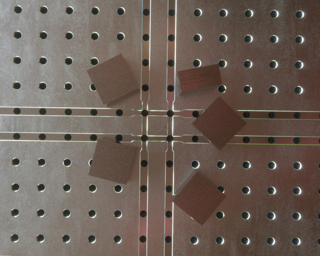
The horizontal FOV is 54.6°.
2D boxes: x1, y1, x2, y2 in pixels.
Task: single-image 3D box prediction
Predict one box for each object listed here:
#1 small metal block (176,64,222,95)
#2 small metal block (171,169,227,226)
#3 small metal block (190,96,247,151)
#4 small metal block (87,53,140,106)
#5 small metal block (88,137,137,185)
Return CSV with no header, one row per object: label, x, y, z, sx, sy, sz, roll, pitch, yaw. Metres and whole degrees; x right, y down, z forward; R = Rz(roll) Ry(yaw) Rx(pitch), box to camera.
small metal block,0.049,-0.061,0.401,0.050,0.050,0.025,-11,90,0
small metal block,0.051,0.092,0.414,0.050,0.025,0.050,40,90,0
small metal block,0.077,-0.006,0.414,0.050,0.025,0.050,45,90,0
small metal block,-0.061,-0.063,0.413,0.050,0.025,0.050,-27,90,0
small metal block,-0.062,0.043,0.413,0.050,0.025,0.050,15,90,0
